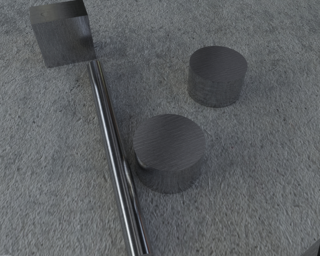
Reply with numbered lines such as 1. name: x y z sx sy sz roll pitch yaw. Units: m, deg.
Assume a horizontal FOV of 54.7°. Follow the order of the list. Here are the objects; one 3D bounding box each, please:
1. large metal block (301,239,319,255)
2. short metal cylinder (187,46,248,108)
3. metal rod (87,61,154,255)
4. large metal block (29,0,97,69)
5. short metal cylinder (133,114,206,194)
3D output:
1. large metal block: 0.130 0.147 0.245 0.050 0.080 0.080 24 54 18
2. short metal cylinder: 0.081 -0.075 0.451 0.081 0.050 0.080 0 50 0
3. metal rod: -0.059 0.015 0.389 0.025 0.025 0.300 -12 51 -10
4. large metal block: -0.152 -0.149 0.491 0.081 0.080 0.050 -14 52 -12
5. short metal cylinder: 0.010 0.030 0.362 0.081 0.050 0.080 0 50 0
